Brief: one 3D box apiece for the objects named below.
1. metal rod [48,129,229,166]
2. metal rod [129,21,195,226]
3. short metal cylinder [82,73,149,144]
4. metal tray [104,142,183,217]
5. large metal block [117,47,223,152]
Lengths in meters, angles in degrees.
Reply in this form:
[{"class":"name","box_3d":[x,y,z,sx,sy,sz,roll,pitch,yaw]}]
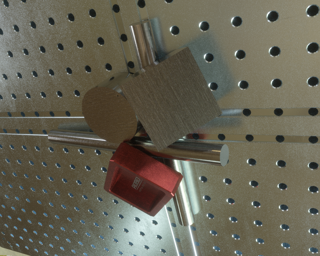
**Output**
[{"class":"metal rod","box_3d":[-0.052,0.022,0.431,0.300,0.025,0.025,4,121,34]},{"class":"metal rod","box_3d":[0.009,0.012,0.414,0.025,0.025,0.298,1,119,28]},{"class":"short metal cylinder","box_3d":[-0.054,-0.026,0.407,0.080,0.050,0.079,13,124,21]},{"class":"metal tray","box_3d":[-0.029,0.078,0.438,0.090,0.030,0.129,29,149,2]},{"class":"large metal block","box_3d":[0.009,-0.033,0.344,0.080,0.050,0.080,-31,105,-3]}]
